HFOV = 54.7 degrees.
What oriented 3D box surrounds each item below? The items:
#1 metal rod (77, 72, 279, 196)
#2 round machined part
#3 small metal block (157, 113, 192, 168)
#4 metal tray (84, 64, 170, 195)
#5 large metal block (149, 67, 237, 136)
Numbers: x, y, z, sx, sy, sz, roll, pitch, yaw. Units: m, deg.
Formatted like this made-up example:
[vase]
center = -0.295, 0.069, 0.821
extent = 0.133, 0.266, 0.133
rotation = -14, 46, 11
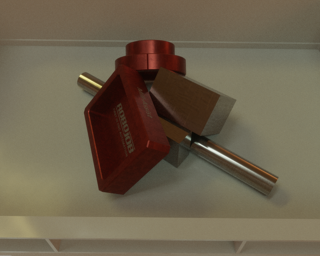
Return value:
[metal rod]
center = 0.007, -0.003, 0.405
extent = 0.300, 0.025, 0.025
rotation = 30, 56, 22
[round machined part]
center = -0.013, -0.094, 0.432
extent = 0.099, 0.098, 0.042
rotation = -1, 91, -2
[small metal block]
center = 0.009, 0.014, 0.375
extent = 0.050, 0.050, 0.025
rotation = 31, 57, 23
[metal tray]
center = -0.045, 0.000, 0.363
extent = 0.030, 0.090, 0.130
rotation = 19, 37, -40
[large metal block]
center = 0.040, -0.032, 0.389
extent = 0.080, 0.050, 0.080
rotation = 30, 13, 22
